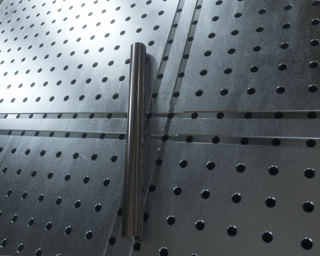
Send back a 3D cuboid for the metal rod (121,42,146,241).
[{"bbox_3d":[-0.033,-0.003,0.426,0.025,0.025,0.299,-14,56,20],"label":"metal rod"}]
